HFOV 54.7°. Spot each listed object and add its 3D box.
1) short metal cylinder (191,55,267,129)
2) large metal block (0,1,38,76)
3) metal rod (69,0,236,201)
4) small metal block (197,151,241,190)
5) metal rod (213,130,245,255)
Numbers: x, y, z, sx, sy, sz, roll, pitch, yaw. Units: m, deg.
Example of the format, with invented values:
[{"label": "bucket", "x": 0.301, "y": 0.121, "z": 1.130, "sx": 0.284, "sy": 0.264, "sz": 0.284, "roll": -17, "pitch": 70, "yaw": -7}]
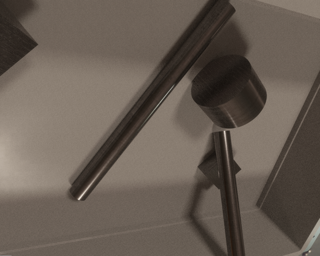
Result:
[{"label": "short metal cylinder", "x": 0.087, "y": -0.046, "z": 0.394, "sx": 0.080, "sy": 0.080, "sz": 0.050, "roll": -45, "pitch": 130, "yaw": 3}, {"label": "large metal block", "x": -0.157, "y": -0.071, "z": 0.236, "sx": 0.080, "sy": 0.050, "sz": 0.080, "roll": -41, "pitch": 173, "yaw": -1}, {"label": "metal rod", "x": -0.014, "y": -0.029, "z": 0.384, "sx": 0.025, "sy": 0.025, "sz": 0.299, "roll": 33, "pitch": 100, "yaw": -39}, {"label": "small metal block", "x": 0.097, "y": 0.065, "z": 0.505, "sx": 0.050, "sy": 0.025, "sz": 0.050, "roll": -43, "pitch": 130, "yaw": 1}, {"label": "metal rod", "x": 0.109, "y": 0.153, "z": 0.460, "sx": 0.025, "sy": 0.025, "sz": 0.298, "roll": -4, "pitch": 86, "yaw": -27}]
